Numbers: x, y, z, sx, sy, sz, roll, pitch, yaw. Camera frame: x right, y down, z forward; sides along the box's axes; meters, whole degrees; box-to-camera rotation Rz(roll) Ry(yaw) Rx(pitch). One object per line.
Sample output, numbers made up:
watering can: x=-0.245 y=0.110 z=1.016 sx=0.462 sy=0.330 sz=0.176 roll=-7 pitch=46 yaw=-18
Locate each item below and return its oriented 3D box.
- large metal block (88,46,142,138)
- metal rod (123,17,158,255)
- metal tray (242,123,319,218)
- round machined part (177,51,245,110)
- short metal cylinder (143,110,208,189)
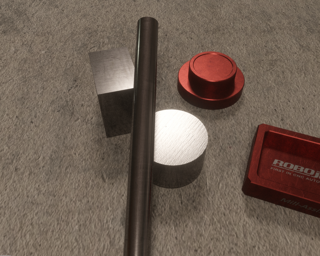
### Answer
large metal block: x=-0.057 y=-0.047 z=0.406 sx=0.050 sy=0.080 sz=0.080 roll=-12 pitch=51 yaw=-10
metal rod: x=-0.018 y=0.017 z=0.321 sx=0.025 sy=0.025 sz=0.299 roll=1 pitch=71 yaw=1
metal tray: x=0.170 y=0.051 z=0.358 sx=0.131 sy=0.030 sz=0.090 roll=16 pitch=52 yaw=12
round machined part: x=0.076 y=-0.076 z=0.457 sx=0.099 sy=0.042 sz=0.098 roll=0 pitch=50 yaw=0
short metal cylinder: x=0.013 y=0.024 z=0.367 sx=0.081 sy=0.050 sz=0.080 roll=0 pitch=50 yaw=0
